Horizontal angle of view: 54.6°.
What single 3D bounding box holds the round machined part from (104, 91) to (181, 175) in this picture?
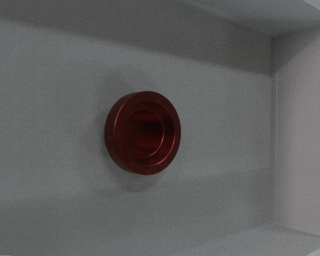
[{"bbox_3d":[-0.024,0.006,0.374,0.099,0.042,0.097,0,90,-40],"label":"round machined part"}]
